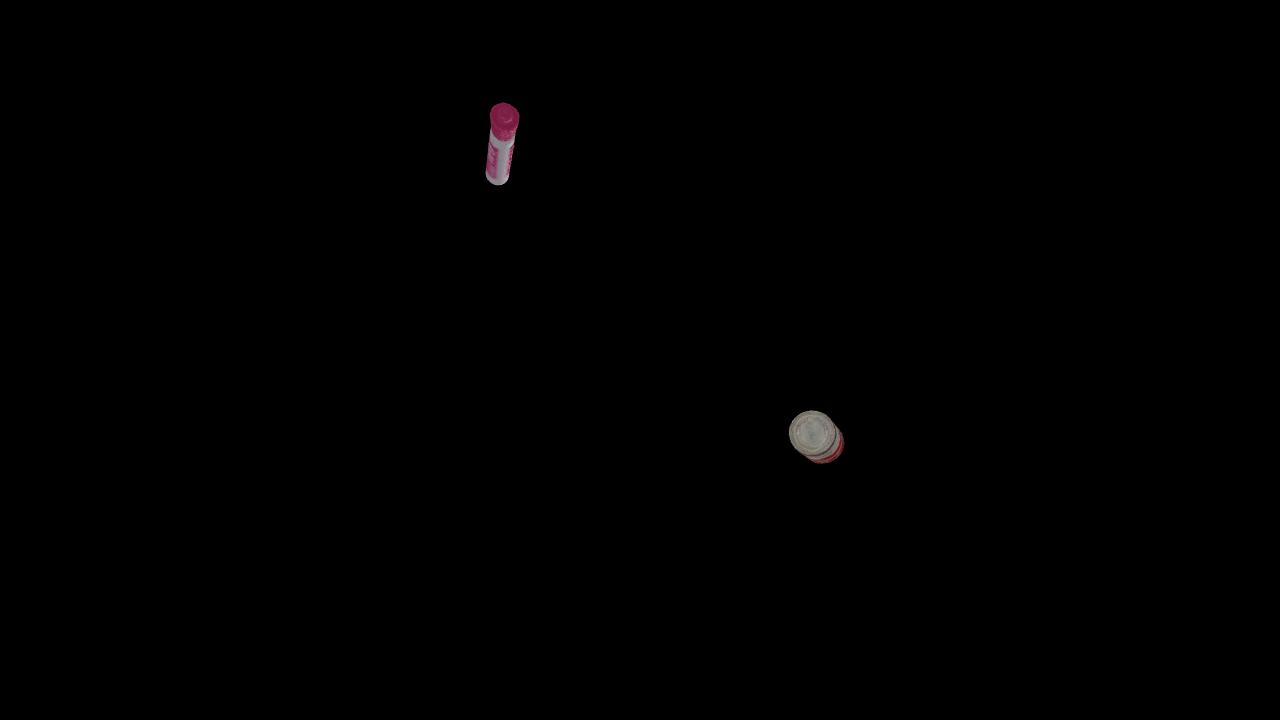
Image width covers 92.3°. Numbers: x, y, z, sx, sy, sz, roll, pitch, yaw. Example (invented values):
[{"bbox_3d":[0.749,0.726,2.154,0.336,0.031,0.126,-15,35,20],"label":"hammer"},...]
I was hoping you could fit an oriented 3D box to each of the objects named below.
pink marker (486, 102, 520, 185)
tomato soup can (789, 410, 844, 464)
[{"bbox_3d":[-0.101,-0.155,0.449,0.020,0.020,0.121,0,-2,-16],"label":"pink marker"},{"bbox_3d":[0.264,0.115,0.916,0.068,0.068,0.101,0,-15,24],"label":"tomato soup can"}]
